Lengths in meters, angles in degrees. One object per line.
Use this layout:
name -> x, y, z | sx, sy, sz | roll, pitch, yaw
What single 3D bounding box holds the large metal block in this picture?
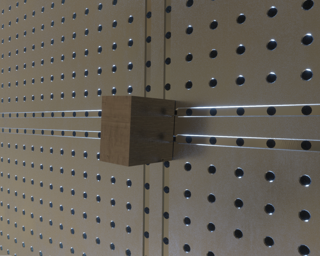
large metal block -> -0.027, 0.002, 0.393 | 0.050, 0.081, 0.079 | 5, 93, 39
